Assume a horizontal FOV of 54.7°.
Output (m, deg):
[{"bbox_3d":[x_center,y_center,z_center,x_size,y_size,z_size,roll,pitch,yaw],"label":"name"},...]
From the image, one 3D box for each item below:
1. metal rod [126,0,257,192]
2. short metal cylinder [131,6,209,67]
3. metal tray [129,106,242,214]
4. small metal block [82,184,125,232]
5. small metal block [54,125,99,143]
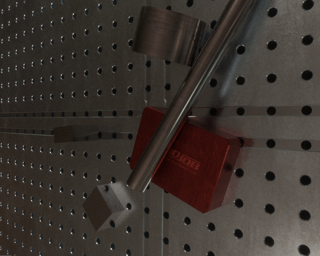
[{"bbox_3d":[0.043,-0.057,0.343,0.025,0.025,0.298,37,104,33],"label":"metal rod"},{"bbox_3d":[0.011,-0.105,0.363,0.080,0.081,0.050,25,106,37],"label":"short metal cylinder"},{"bbox_3d":[0.025,0.034,0.384,0.130,0.030,0.089,25,105,37],"label":"metal tray"},{"bbox_3d":[-0.089,0.123,0.480,0.050,0.025,0.050,-51,60,27],"label":"small metal block"},{"bbox_3d":[-0.135,0.010,0.502,0.050,0.050,0.025,-6,86,39],"label":"small metal block"}]
